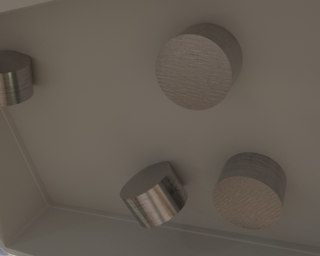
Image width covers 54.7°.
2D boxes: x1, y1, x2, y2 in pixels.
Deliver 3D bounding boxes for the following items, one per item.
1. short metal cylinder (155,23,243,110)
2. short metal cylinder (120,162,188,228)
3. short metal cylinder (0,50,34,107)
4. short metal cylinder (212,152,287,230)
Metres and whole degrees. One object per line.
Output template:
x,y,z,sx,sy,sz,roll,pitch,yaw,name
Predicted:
0.042,-0.065,0.329,0.080,0.050,0.079,13,124,20,short metal cylinder
-0.008,0.092,0.433,0.080,0.080,0.050,-21,107,35,short metal cylinder
-0.227,-0.073,0.445,0.080,0.080,0.050,20,126,16,short metal cylinder
0.111,0.077,0.381,0.080,0.050,0.079,13,124,20,short metal cylinder
